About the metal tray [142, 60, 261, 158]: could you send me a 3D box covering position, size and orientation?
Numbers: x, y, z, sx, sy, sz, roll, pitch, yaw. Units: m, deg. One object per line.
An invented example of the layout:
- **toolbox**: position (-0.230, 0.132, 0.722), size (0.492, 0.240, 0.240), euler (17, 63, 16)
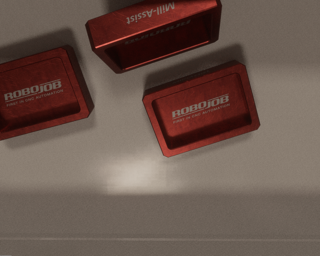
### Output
- **metal tray**: position (0.053, -0.024, 0.400), size (0.131, 0.030, 0.090), euler (-18, 109, 6)

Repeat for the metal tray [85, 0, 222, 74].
- **metal tray**: position (-0.002, -0.104, 0.336), size (0.131, 0.090, 0.030), euler (-17, 82, 6)

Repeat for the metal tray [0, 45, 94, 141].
- **metal tray**: position (-0.161, -0.043, 0.390), size (0.131, 0.030, 0.089), euler (-15, 110, 5)
